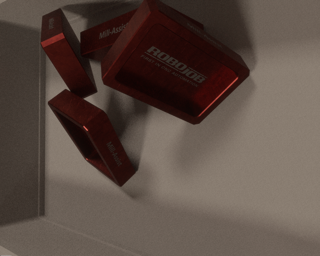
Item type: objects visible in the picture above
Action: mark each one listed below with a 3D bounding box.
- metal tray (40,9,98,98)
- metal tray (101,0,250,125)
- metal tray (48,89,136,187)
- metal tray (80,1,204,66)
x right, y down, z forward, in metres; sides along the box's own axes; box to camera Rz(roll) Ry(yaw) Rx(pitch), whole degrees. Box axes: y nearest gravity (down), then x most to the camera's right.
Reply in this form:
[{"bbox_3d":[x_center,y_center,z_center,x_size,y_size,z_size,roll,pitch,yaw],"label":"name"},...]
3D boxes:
[{"bbox_3d":[-0.130,-0.107,0.439,0.030,0.090,0.130,-26,38,-1],"label":"metal tray"},{"bbox_3d":[0.017,-0.061,0.322,0.090,0.131,0.030,-47,37,30],"label":"metal tray"},{"bbox_3d":[-0.090,0.016,0.422,0.090,0.030,0.129,28,151,36],"label":"metal tray"},{"bbox_3d":[-0.023,-0.107,0.381,0.130,0.091,0.030,-5,85,39],"label":"metal tray"}]
